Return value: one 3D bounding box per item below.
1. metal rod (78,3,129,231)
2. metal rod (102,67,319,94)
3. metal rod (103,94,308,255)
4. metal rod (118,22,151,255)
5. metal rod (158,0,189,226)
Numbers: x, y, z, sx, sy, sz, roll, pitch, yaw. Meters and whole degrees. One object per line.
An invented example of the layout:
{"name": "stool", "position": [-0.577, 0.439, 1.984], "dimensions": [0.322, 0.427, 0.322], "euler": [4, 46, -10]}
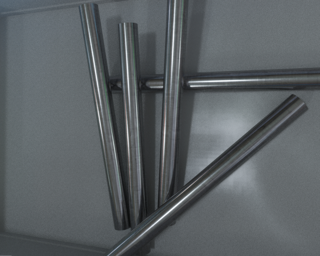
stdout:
{"name": "metal rod", "position": [-0.072, -0.011, 0.415], "dimensions": [0.025, 0.025, 0.298], "euler": [-6, 96, 20]}
{"name": "metal rod", "position": [0.064, -0.058, 0.387], "dimensions": [0.301, 0.025, 0.025], "euler": [1, 91, 19]}
{"name": "metal rod", "position": [0.049, 0.069, 0.372], "dimensions": [0.300, 0.025, 0.025], "euler": [-42, 77, 7]}
{"name": "metal rod", "position": [-0.033, 0.019, 0.404], "dimensions": [0.025, 0.025, 0.298], "euler": [-1, 96, 20]}
{"name": "metal rod", "position": [0.015, -0.023, 0.382], "dimensions": [0.025, 0.025, 0.298], "euler": [6, 101, 20]}
